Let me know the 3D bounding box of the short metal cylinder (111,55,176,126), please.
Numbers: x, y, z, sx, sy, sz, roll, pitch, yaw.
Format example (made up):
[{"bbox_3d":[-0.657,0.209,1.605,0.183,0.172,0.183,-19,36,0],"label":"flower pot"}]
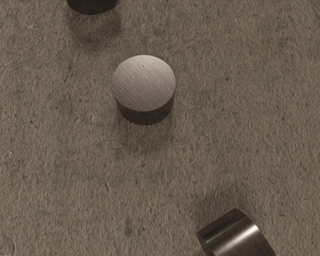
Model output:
[{"bbox_3d":[-0.021,-0.049,0.413,0.081,0.050,0.080,0,70,0],"label":"short metal cylinder"}]

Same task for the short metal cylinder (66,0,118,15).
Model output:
[{"bbox_3d":[-0.103,-0.215,0.456,0.081,0.080,0.050,-17,71,-7],"label":"short metal cylinder"}]

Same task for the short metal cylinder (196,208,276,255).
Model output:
[{"bbox_3d":[0.082,0.134,0.331,0.050,0.080,0.080,-29,73,-10],"label":"short metal cylinder"}]
